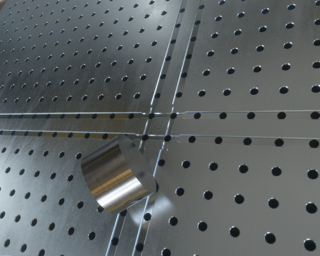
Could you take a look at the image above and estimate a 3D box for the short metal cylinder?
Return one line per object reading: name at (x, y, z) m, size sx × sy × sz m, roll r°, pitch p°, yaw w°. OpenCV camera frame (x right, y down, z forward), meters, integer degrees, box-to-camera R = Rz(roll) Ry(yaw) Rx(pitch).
short metal cylinder at (-0.047, 0.053, 0.366) m, size 0.050 × 0.080 × 0.080 m, roll -32°, pitch 52°, yaw 8°
